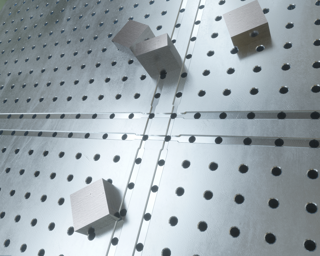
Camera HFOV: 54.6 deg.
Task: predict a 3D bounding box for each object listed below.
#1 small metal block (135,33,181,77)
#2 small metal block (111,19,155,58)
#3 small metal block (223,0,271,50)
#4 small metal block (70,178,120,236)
[{"bbox_3d":[-0.002,-0.107,0.460,0.050,0.050,0.025,-14,56,20],"label":"small metal block"},{"bbox_3d":[-0.046,-0.153,0.527,0.050,0.025,0.050,32,79,38],"label":"small metal block"},{"bbox_3d":[0.121,-0.145,0.434,0.050,0.025,0.050,-19,54,17],"label":"small metal block"},{"bbox_3d":[-0.083,0.100,0.392,0.050,0.025,0.050,-29,52,10],"label":"small metal block"}]
